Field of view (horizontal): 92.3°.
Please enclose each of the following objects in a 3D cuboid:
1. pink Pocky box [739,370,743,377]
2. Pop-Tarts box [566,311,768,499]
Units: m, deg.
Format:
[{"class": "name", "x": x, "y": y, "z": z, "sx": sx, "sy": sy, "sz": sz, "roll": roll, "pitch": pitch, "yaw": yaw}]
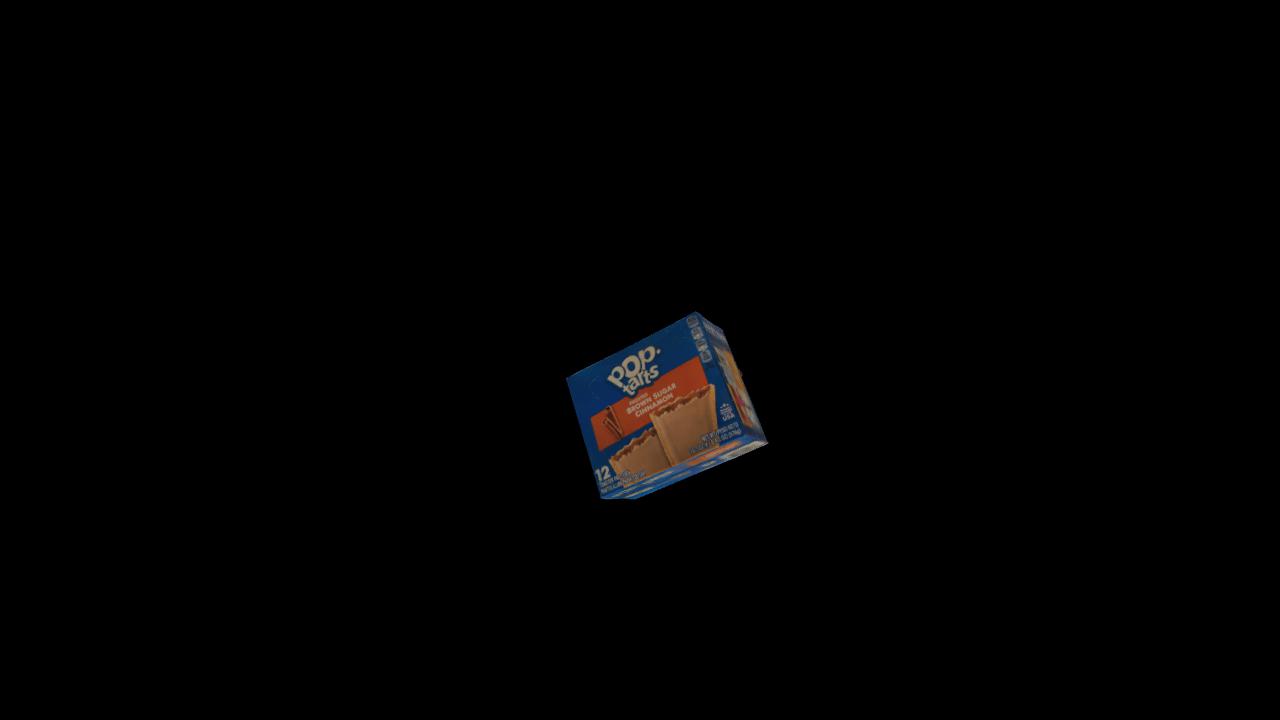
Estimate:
[{"class": "pink Pocky box", "x": 0.040, "y": 0.034, "z": 0.732, "sx": 0.155, "sy": 0.084, "sz": 0.029, "roll": -35, "pitch": -21, "yaw": -26}, {"class": "Pop-Tarts box", "x": 0.026, "y": 0.053, "z": 0.655, "sx": 0.167, "sy": 0.141, "sz": 0.083, "roll": -26, "pitch": -23, "yaw": 18}]
